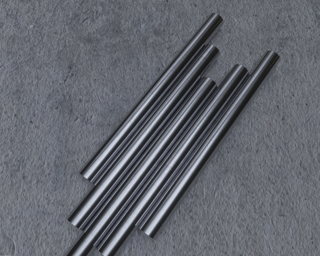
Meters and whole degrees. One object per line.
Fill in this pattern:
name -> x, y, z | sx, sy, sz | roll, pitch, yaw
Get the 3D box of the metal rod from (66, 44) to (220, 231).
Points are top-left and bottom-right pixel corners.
metal rod -> -0.012, 0.001, 0.409 | 0.025, 0.025, 0.300 | 35, 73, 11

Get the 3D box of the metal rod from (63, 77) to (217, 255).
metal rod -> -0.019, 0.050, 0.391 | 0.025, 0.025, 0.300 | 35, 73, 11

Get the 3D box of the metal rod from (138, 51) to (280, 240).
metal rod -> 0.073, 0.011, 0.406 | 0.025, 0.025, 0.300 | 35, 73, 11

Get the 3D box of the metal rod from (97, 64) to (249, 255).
metal rod -> 0.026, 0.032, 0.398 | 0.025, 0.025, 0.300 | 35, 73, 11

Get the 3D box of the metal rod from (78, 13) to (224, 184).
metal rod -> -0.003, -0.051, 0.428 | 0.025, 0.025, 0.300 | 35, 73, 11
